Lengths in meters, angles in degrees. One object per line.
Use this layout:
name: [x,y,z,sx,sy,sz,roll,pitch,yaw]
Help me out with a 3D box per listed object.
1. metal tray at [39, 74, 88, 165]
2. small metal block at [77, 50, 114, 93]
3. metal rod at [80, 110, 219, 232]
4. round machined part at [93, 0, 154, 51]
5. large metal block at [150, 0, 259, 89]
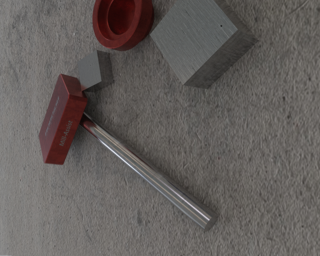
metal tray: [-0.166,-0.014,0.521,0.129,0.030,0.090,-63,36,21]
small metal block: [-0.102,-0.088,0.489,0.050,0.025,0.050,-17,79,38]
metal rod: [-0.043,0.040,0.440,0.300,0.025,0.025,34,111,34]
round machined part: [-0.047,-0.156,0.433,0.098,0.042,0.097,0,90,40]
large metal block: [0.047,-0.102,0.350,0.080,0.050,0.080,-44,64,31]
